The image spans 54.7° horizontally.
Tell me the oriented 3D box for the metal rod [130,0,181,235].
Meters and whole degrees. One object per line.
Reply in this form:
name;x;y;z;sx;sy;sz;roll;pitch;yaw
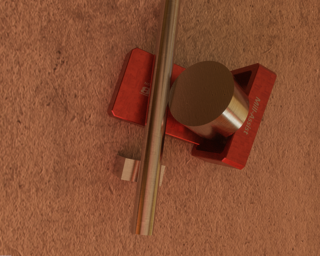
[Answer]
metal rod;-0.002;-0.030;0.369;0.025;0.025;0.299;12;77;-20

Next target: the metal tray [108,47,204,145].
metal tray;0.007;-0.039;0.411;0.131;0.030;0.090;19;83;-20

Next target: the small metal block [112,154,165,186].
small metal block;-0.028;0.052;0.387;0.050;0.050;0.025;13;86;-20

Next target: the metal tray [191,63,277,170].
metal tray;0.095;-0.015;0.412;0.030;0.090;0.130;24;82;-19

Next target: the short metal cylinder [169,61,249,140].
short metal cylinder;0.058;-0.031;0.364;0.050;0.080;0.080;32;78;-51
